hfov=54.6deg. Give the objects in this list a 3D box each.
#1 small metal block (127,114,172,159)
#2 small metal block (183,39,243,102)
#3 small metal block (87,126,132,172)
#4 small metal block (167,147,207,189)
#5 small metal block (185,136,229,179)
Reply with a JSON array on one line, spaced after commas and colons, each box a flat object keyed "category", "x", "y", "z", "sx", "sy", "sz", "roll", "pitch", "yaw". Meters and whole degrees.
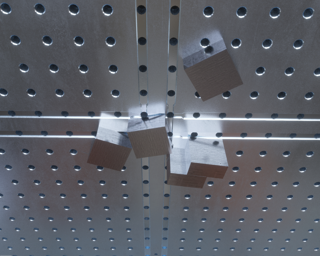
[{"category": "small metal block", "x": -0.013, "y": 0.012, "z": 0.422, "sx": 0.050, "sy": 0.025, "sz": 0.050, "roll": -9, "pitch": 130, "yaw": 7}, {"category": "small metal block", "x": 0.061, "y": -0.065, "z": 0.356, "sx": 0.050, "sy": 0.025, "sz": 0.050, "roll": -24, "pitch": 126, "yaw": 19}, {"category": "small metal block", "x": -0.070, "y": 0.030, "z": 0.437, "sx": 0.050, "sy": 0.025, "sz": 0.050, "roll": 17, "pitch": 128, "yaw": -14}, {"category": "small metal block", "x": 0.037, "y": 0.056, "z": 0.443, "sx": 0.050, "sy": 0.050, "sz": 0.025, "roll": 8, "pitch": 130, "yaw": -7}, {"category": "small metal block", "x": 0.063, "y": 0.040, "z": 0.430, "sx": 0.050, "sy": 0.050, "sz": 0.025, "roll": 7, "pitch": 130, "yaw": -6}]
